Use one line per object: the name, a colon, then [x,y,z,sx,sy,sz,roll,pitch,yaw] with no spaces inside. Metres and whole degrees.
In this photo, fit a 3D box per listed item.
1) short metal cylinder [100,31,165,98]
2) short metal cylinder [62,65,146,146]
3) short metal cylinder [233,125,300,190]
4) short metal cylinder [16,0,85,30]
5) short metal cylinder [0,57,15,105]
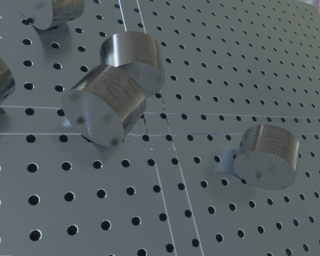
short metal cylinder: [-0.037,-0.078,0.402,0.081,0.080,0.050,6,59,-26]
short metal cylinder: [-0.063,-0.025,0.355,0.080,0.080,0.050,37,51,-4]
short metal cylinder: [0.148,0.041,0.430,0.080,0.080,0.050,34,51,-6]
short metal cylinder: [-0.145,-0.175,0.402,0.080,0.080,0.050,48,51,5]
short metal cylinder: [-0.192,-0.046,0.298,0.080,0.080,0.050,34,51,-6]
